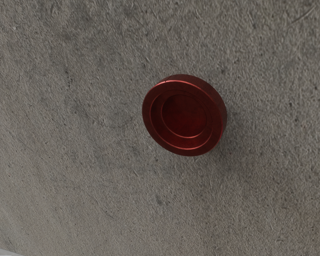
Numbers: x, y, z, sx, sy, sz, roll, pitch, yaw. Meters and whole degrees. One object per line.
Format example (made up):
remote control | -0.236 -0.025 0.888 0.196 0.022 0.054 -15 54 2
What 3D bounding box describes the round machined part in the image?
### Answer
round machined part | 0.032 -0.018 0.368 0.098 0.042 0.097 13 124 21
